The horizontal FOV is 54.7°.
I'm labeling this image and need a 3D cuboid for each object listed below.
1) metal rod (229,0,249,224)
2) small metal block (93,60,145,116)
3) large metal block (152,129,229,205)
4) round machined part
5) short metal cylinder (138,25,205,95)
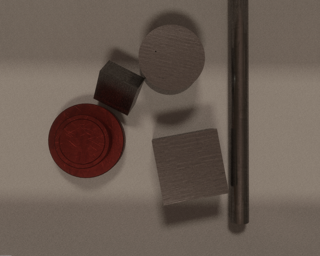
[{"bbox_3d":[0.105,-0.025,0.412,0.025,0.025,0.298,0,90,-1],"label":"metal rod"},{"bbox_3d":[-0.053,-0.050,0.396,0.050,0.050,0.025,27,48,0],"label":"small metal block"},{"bbox_3d":[0.037,0.047,0.399,0.080,0.050,0.080,-11,90,-1],"label":"large metal block"},{"bbox_3d":[-0.096,0.017,0.402,0.099,0.042,0.097,0,90,-1],"label":"round machined part"},{"bbox_3d":[0.014,-0.085,0.398,0.081,0.050,0.079,0,89,-2],"label":"short metal cylinder"}]
